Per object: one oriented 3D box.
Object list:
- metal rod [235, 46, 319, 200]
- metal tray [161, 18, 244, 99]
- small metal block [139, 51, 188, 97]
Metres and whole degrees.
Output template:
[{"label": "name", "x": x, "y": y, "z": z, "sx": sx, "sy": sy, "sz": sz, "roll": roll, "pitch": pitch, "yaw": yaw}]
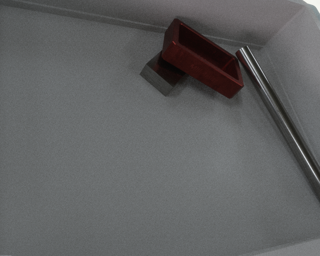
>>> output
[{"label": "metal rod", "x": 0.205, "y": 0.000, "z": 0.499, "sx": 0.025, "sy": 0.025, "sz": 0.299, "roll": -21, "pitch": 79, "yaw": -36}, {"label": "metal tray", "x": 0.068, "y": -0.110, "z": 0.487, "sx": 0.131, "sy": 0.030, "sz": 0.090, "roll": 27, "pitch": 38, "yaw": -18}, {"label": "small metal block", "x": 0.007, "y": -0.083, "z": 0.462, "sx": 0.050, "sy": 0.025, "sz": 0.050, "roll": 41, "pitch": 51, "yaw": -1}]
